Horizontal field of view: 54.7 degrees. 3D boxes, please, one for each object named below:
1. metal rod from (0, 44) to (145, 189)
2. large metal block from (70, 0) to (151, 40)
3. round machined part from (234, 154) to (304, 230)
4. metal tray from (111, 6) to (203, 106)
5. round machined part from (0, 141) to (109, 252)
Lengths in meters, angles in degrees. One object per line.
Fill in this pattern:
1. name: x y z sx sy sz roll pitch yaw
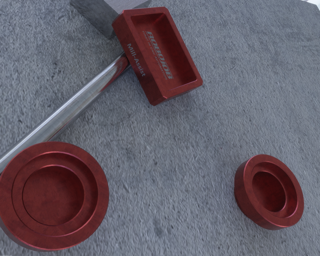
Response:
1. metal rod: -0.099 -0.027 0.367 0.025 0.025 0.301 39 51 -2
2. large metal block: -0.073 -0.192 0.467 0.080 0.050 0.080 43 51 1
3. round machined part: 0.140 0.088 0.417 0.099 0.042 0.098 14 56 -21
4. metal tray: -0.001 -0.105 0.440 0.091 0.030 0.129 -26 90 -42
5. round machined part: -0.102 0.065 0.293 0.099 0.042 0.098 16 59 -29
